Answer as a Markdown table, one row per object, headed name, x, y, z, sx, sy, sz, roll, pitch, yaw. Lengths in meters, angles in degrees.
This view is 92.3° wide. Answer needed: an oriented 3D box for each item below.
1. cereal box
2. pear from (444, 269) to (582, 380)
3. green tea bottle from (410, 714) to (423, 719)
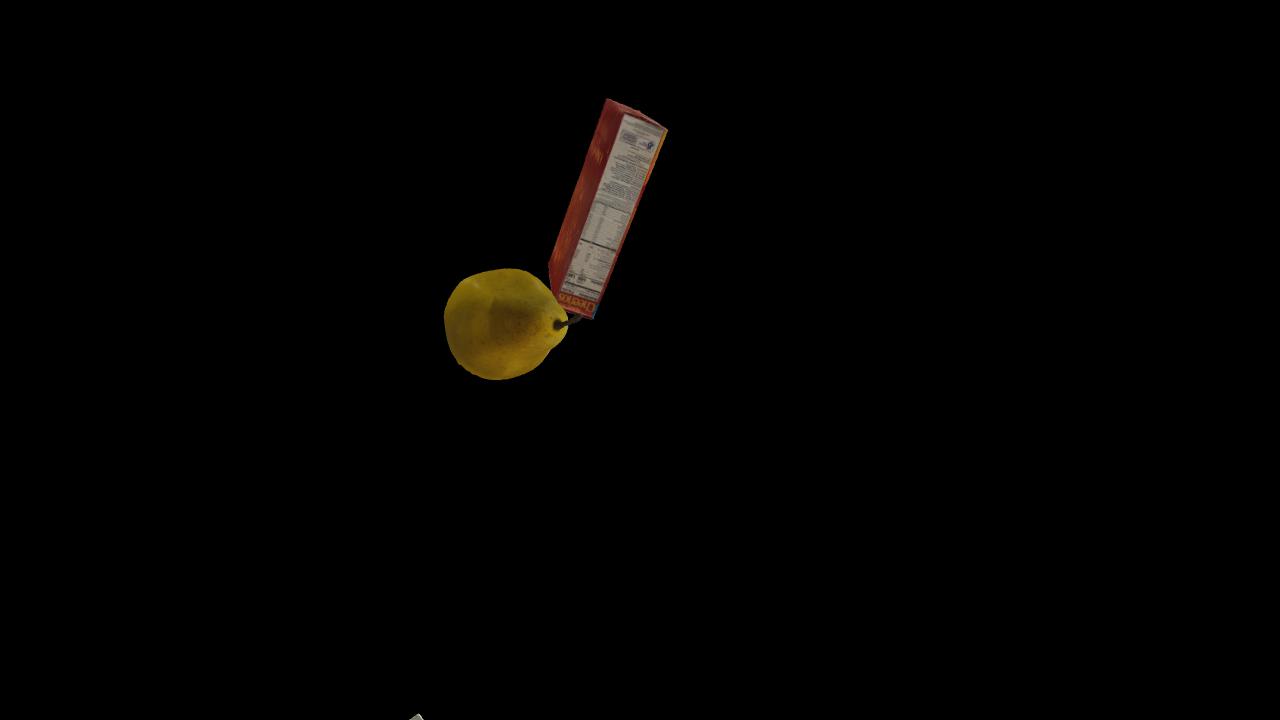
| name | x | y | z | sx | sy | sz | roll | pitch | yaw |
| --- | --- | --- | --- | --- | --- | --- | --- | --- | --- |
| cereal box | -0.063 | -0.243 | 0.976 | 0.081 | 0.306 | 0.203 | 16 | 23 | -18 |
| pear | -0.079 | -0.020 | 0.397 | 0.080 | 0.080 | 0.111 | 0 | 10 | -34 |
| green tea bottle | -0.258 | 0.358 | 0.468 | 0.212 | 0.073 | 0.073 | -28 | 15 | -29 |
